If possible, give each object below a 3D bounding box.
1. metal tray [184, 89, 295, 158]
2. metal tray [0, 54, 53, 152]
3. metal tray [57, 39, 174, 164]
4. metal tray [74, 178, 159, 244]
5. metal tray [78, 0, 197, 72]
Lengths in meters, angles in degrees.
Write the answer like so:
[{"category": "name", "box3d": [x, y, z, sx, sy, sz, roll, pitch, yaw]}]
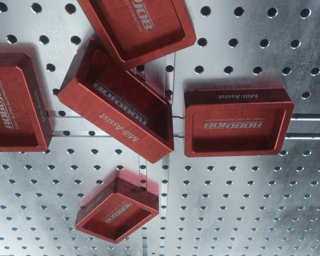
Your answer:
[{"category": "metal tray", "box3d": [0.097, -0.004, 0.406, 0.131, 0.030, 0.089, -2, 130, 1]}, {"category": "metal tray", "box3d": [-0.194, -0.026, 0.382, 0.091, 0.030, 0.129, 0, 130, -1]}, {"category": "metal tray", "box3d": [-0.041, -0.029, 0.343, 0.030, 0.090, 0.130, -37, 121, 27]}, {"category": "metal tray", "box3d": [-0.074, 0.147, 0.532, 0.090, 0.030, 0.129, 31, 123, -24]}, {"category": "metal tray", "box3d": [-0.028, -0.127, 0.299, 0.090, 0.030, 0.130, -18, 128, 14]}]
